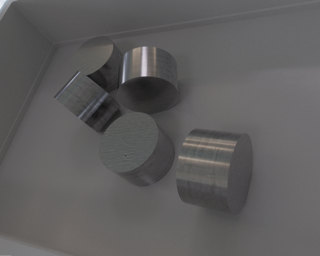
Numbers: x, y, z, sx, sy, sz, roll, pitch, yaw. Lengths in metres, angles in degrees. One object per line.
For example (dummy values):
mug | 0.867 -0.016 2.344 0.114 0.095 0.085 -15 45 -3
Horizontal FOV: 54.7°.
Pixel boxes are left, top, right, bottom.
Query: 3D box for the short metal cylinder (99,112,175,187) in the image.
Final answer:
short metal cylinder | -0.028 0.027 0.388 0.080 0.050 0.080 -13 56 21

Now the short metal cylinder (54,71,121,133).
short metal cylinder | -0.104 -0.037 0.448 0.080 0.080 0.050 33 81 38

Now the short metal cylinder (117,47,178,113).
short metal cylinder | -0.016 -0.062 0.417 0.080 0.080 0.050 -14 56 20

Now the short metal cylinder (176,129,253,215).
short metal cylinder | 0.058 0.042 0.314 0.050 0.080 0.080 6 65 31

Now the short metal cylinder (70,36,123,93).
short metal cylinder | -0.097 -0.102 0.503 0.080 0.050 0.080 -13 56 21
